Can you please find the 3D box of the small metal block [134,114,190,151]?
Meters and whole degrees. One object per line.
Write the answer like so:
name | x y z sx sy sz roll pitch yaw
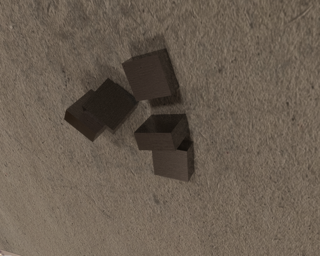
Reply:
small metal block | 0.003 0.005 0.391 0.050 0.050 0.025 0 118 28

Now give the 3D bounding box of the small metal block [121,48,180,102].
small metal block | -0.011 -0.063 0.372 0.050 0.025 0.050 -7 115 31

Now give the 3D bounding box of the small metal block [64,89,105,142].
small metal block | -0.093 -0.017 0.424 0.050 0.050 0.025 39 144 1

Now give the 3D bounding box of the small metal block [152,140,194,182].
small metal block | 0.018 0.042 0.422 0.050 0.025 0.050 9 122 23

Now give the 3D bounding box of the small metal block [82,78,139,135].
small metal block | -0.064 -0.028 0.402 0.050 0.050 0.025 38 164 2
